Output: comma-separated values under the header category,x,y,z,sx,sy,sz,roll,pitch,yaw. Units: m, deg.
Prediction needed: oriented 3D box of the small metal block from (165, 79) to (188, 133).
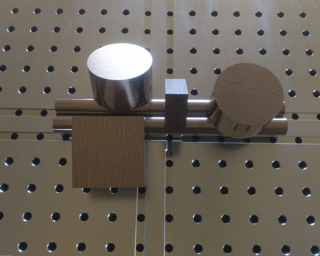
category,x,y,z,sx,sy,sz,roll,pitch,yaw
small metal block,0.018,-0.027,0.375,0.025,0.050,0.050,1,28,0

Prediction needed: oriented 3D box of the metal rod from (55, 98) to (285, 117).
category,x,y,z,sx,sy,sz,roll,pitch,yaw
metal rod,0.013,-0.027,0.418,0.302,0.025,0.025,1,70,0

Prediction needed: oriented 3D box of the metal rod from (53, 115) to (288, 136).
category,x,y,z,sx,sy,sz,roll,pitch,yaw
metal rod,0.013,-0.004,0.410,0.302,0.025,0.025,1,70,0

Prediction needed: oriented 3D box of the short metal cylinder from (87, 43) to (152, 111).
category,x,y,z,sx,sy,sz,roll,pitch,yaw
short metal cylinder,-0.050,-0.067,0.404,0.081,0.050,0.080,1,46,0

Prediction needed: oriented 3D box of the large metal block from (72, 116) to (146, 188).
category,x,y,z,sx,sy,sz,roll,pitch,yaw
large metal block,-0.058,0.027,0.370,0.081,0.050,0.079,-1,90,-1

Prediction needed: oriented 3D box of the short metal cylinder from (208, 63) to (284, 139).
category,x,y,z,sx,sy,sz,roll,pitch,yaw
short metal cylinder,0.103,-0.032,0.381,0.081,0.050,0.080,0,70,0
